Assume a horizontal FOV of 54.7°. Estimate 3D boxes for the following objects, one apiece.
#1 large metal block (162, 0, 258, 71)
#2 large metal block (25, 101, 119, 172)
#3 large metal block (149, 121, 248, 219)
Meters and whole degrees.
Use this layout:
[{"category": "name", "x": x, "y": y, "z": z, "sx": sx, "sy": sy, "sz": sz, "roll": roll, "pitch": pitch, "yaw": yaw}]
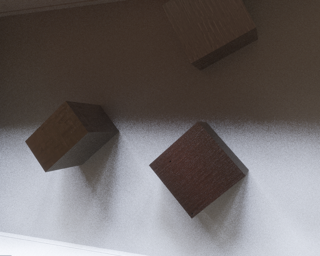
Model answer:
[{"category": "large metal block", "x": 0.062, "y": -0.128, "z": 0.375, "sx": 0.080, "sy": 0.050, "sz": 0.080, "roll": -27, "pitch": 82, "yaw": 17}, {"category": "large metal block", "x": -0.116, "y": 0.011, "z": 0.421, "sx": 0.080, "sy": 0.080, "sz": 0.050, "roll": -41, "pitch": 77, "yaw": 15}, {"category": "large metal block", "x": 0.048, "y": 0.048, "z": 0.380, "sx": 0.080, "sy": 0.050, "sz": 0.080, "roll": -43, "pitch": 77, "yaw": 14}]
